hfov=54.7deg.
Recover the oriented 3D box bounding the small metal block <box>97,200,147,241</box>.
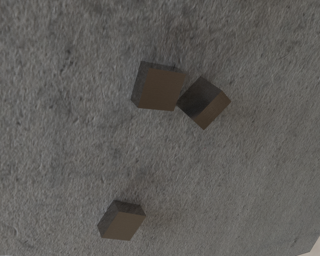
[{"bbox_3d":[-0.057,0.139,0.463,0.050,0.025,0.050,23,106,-37],"label":"small metal block"}]

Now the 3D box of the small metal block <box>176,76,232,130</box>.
[{"bbox_3d":[0.055,-0.033,0.402,0.050,0.050,0.025,-47,130,4],"label":"small metal block"}]

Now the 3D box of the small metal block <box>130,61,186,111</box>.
[{"bbox_3d":[-0.003,-0.050,0.376,0.050,0.025,0.050,3,117,-31],"label":"small metal block"}]
